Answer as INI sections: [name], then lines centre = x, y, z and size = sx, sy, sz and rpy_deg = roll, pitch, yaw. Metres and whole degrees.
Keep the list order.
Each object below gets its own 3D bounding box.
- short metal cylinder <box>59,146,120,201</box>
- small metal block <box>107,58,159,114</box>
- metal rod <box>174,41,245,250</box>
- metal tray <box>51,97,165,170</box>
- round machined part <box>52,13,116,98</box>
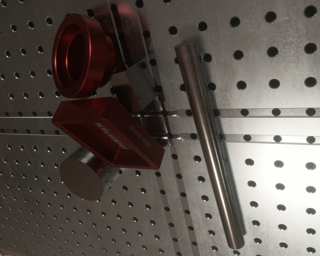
[short metal cylinder]
centre = -0.111, 0.069, 0.494
size = 0.080, 0.050, 0.079
rpy_deg = 13, 124, 20
[small metal block]
centre = -0.031, -0.052, 0.378
size = 0.025, 0.050, 0.050
rpy_deg = -9, 114, 32
[metal rod]
centre = 0.070, 0.039, 0.397
size = 0.025, 0.025, 0.298
rpy_deg = -4, 117, 30
[metal tray]
centre = -0.063, 0.012, 0.404
size = 0.090, 0.030, 0.130
rpy_deg = -2, 148, 32
[round machined part]
centre = -0.090, -0.084, 0.375
size = 0.098, 0.042, 0.097
rpy_deg = 1, 91, 48
